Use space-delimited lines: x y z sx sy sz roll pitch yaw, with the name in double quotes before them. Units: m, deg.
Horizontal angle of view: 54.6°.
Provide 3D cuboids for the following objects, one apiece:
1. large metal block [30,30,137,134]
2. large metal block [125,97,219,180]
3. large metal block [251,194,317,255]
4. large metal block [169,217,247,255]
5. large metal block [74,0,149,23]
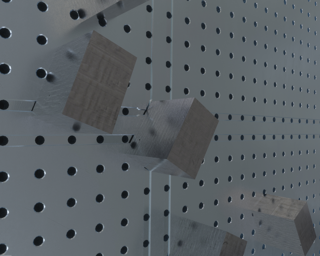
"large metal block" -0.077 -0.040 0.308 0.050 0.080 0.080 26 74 -37
"large metal block" 0.014 0.012 0.384 0.050 0.080 0.080 39 66 -33
"large metal block" 0.223 0.172 0.559 0.050 0.080 0.080 -36 112 -34
"large metal block" 0.061 0.177 0.424 0.050 0.080 0.080 35 69 -35
"large metal block" -0.056 -0.165 0.325 0.050 0.080 0.080 -26 107 -37
